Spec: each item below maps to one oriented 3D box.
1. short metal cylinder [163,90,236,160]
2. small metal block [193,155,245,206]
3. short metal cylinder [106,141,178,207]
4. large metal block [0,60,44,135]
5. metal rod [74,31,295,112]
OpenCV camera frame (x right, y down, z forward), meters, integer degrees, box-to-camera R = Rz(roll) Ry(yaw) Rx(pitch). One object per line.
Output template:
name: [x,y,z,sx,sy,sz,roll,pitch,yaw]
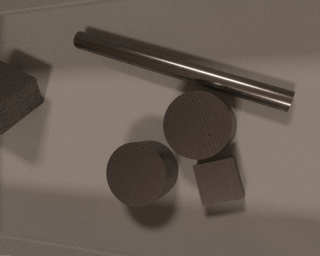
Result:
short metal cylinder: [0.050,-0.003,0.379,0.080,0.050,0.079,0,90,19]
small metal block: [0.073,0.065,0.384,0.050,0.025,0.050,-15,85,19]
short metal cylinder: [-0.022,0.057,0.404,0.080,0.050,0.079,0,90,19]
large metal block: [-0.237,-0.048,0.456,0.080,0.080,0.050,26,142,17]
metal rod: [0.017,-0.079,0.403,0.301,0.025,0.025,20,97,18]
